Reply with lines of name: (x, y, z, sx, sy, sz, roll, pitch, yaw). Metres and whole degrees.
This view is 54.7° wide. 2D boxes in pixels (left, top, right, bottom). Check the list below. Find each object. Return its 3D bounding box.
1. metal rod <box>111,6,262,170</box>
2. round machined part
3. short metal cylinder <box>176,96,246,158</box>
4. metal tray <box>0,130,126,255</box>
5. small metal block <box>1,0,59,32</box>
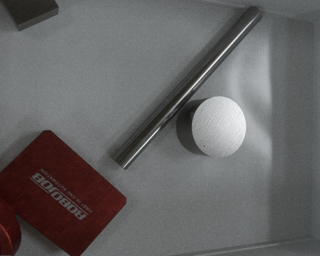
metal rod: (0.045, -0.063, 0.428, 0.025, 0.025, 0.301, 46, 76, -15)
round machined part: (-0.190, 0.103, 0.317, 0.099, 0.042, 0.097, 1, 112, 2)
short metal cylinder: (0.069, -0.001, 0.424, 0.081, 0.050, 0.079, 0, 90, -21)
metal tray: (-0.116, 0.076, 0.366, 0.130, 0.030, 0.090, 46, 76, -15)
small metal block: (-0.153, -0.147, 0.354, 0.050, 0.025, 0.050, -33, 101, -17)
